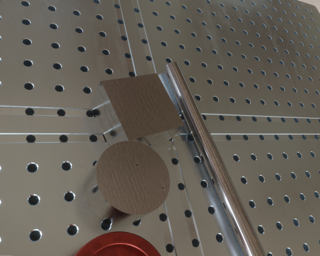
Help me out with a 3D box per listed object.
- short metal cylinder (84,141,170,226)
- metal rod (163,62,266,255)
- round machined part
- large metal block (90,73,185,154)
[{"bbox_3d":[-0.036,0.061,0.337,0.081,0.050,0.080,14,56,-21],"label":"short metal cylinder"},{"bbox_3d":[0.069,0.037,0.424,0.025,0.025,0.299,-8,66,-32],"label":"metal rod"},{"bbox_3d":[-0.043,0.149,0.284,0.099,0.042,0.098,14,56,-21],"label":"round machined part"},{"bbox_3d":[-0.029,-0.017,0.388,0.081,0.050,0.080,-15,70,-34],"label":"large metal block"}]
